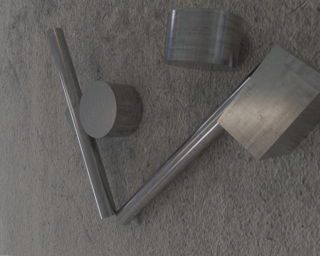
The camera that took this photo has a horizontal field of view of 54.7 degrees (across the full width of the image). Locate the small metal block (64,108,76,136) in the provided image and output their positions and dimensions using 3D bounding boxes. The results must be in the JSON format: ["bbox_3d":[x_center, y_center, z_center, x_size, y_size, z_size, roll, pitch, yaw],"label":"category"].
[{"bbox_3d":[-0.127,-0.021,0.510,0.050,0.025,0.050,-45,63,30],"label":"small metal block"}]

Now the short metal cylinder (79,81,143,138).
[{"bbox_3d":[-0.071,-0.026,0.448,0.080,0.050,0.080,0,90,40],"label":"short metal cylinder"}]

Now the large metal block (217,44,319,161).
[{"bbox_3d":[0.111,-0.020,0.278,0.050,0.081,0.080,48,119,29],"label":"large metal block"}]

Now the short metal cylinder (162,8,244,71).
[{"bbox_3d":[0.046,-0.091,0.332,0.080,0.081,0.050,11,97,39],"label":"short metal cylinder"}]

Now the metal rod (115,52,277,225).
[{"bbox_3d":[0.033,0.031,0.377,0.299,0.025,0.025,-49,61,29],"label":"metal rod"}]

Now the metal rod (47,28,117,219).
[{"bbox_3d":[-0.120,-0.012,0.471,0.025,0.025,0.299,-24,80,37],"label":"metal rod"}]
